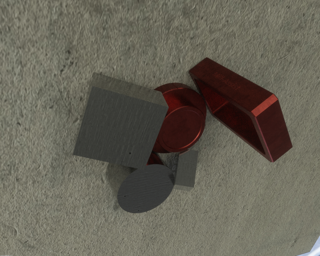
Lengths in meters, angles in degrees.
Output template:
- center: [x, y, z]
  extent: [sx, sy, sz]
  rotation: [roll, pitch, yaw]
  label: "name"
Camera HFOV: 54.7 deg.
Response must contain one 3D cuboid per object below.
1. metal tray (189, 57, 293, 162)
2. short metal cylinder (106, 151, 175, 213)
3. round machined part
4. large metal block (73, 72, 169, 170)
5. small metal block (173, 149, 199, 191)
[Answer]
- center: [0.094, -0.025, 0.377]
  extent: [0.030, 0.130, 0.090]
  rotation: [-38, 130, -3]
  label: "metal tray"
- center: [-0.027, 0.068, 0.421]
  extent: [0.081, 0.050, 0.079]
  rotation: [-14, 125, -21]
  label: "short metal cylinder"
- center: [0.020, -0.007, 0.406]
  extent: [0.099, 0.042, 0.097]
  rotation: [-14, 125, -21]
  label: "round machined part"
- center: [-0.046, -0.007, 0.348]
  extent: [0.081, 0.050, 0.079]
  rotation: [15, 112, -16]
  label: "large metal block"
- center: [0.035, 0.060, 0.436]
  extent: [0.025, 0.050, 0.050]
  rotation: [9, 162, 1]
  label: "small metal block"
